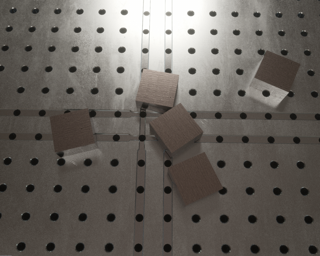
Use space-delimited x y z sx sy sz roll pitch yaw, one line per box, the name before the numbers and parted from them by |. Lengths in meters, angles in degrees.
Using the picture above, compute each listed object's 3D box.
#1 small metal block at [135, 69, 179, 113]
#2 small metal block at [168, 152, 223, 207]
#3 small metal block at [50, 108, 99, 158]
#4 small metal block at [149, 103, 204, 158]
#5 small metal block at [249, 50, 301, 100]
small metal block | -0.003 -0.051 0.430 0.050 0.025 0.050 11 70 3
small metal block | 0.043 0.065 0.389 0.050 0.025 0.050 -23 72 -8
small metal block | -0.113 0.007 0.408 0.050 0.025 0.050 -13 71 -5
small metal block | 0.021 0.003 0.411 0.050 0.025 0.050 -33 74 -12
small metal block | 0.163 -0.075 0.441 0.050 0.025 0.050 26 72 8
